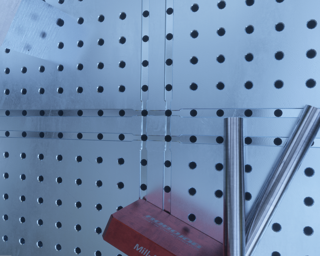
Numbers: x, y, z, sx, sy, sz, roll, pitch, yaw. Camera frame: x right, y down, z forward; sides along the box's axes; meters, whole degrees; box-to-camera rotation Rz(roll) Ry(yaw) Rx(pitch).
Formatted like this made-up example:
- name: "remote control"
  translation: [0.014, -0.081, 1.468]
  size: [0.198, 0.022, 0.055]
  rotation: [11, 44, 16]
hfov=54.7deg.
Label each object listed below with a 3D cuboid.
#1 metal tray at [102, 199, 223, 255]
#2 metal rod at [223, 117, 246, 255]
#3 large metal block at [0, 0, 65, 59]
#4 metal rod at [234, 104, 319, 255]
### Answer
- name: "metal tray"
  translation: [0.008, 0.138, 0.374]
  size: [0.130, 0.090, 0.030]
  rotation: [26, 99, 18]
- name: "metal rod"
  translation: [0.086, 0.136, 0.357]
  size: [0.025, 0.025, 0.298]
  rotation: [-1, 80, 19]
- name: "large metal block"
  translation: [-0.200, -0.156, 0.452]
  size: [0.050, 0.080, 0.080]
  rotation: [32, 100, 17]
- name: "metal rod"
  translation: [0.117, 0.113, 0.371]
  size: [0.025, 0.025, 0.298]
  rotation: [27, 98, 17]
